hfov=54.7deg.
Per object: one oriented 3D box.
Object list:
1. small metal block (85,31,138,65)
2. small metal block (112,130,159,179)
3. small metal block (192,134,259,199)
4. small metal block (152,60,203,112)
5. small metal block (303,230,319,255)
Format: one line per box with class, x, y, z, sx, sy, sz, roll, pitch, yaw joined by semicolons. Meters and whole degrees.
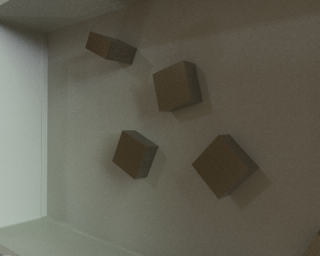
small metal block;-0.070;-0.116;0.449;0.050;0.050;0.025;33;111;35
small metal block;-0.035;0.036;0.436;0.050;0.025;0.050;32;110;35
small metal block;0.072;0.043;0.347;0.050;0.025;0.050;-52;60;27
small metal block;0.021;-0.051;0.389;0.050;0.025;0.050;-17;79;38
small metal block;0.156;0.127;0.278;0.050;0.025;0.050;34;111;35
